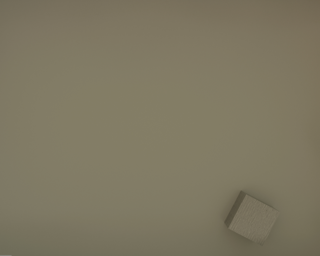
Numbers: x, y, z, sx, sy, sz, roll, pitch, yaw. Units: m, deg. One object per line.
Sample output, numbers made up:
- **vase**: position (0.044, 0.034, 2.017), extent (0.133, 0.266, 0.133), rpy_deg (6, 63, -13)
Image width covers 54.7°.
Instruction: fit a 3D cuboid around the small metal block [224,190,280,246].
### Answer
- **small metal block**: position (0.122, 0.119, 0.413), extent (0.050, 0.025, 0.050), rpy_deg (28, 90, -1)
